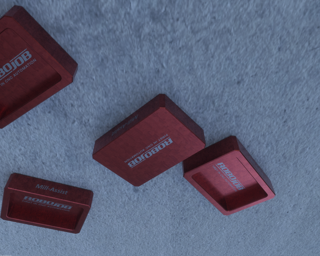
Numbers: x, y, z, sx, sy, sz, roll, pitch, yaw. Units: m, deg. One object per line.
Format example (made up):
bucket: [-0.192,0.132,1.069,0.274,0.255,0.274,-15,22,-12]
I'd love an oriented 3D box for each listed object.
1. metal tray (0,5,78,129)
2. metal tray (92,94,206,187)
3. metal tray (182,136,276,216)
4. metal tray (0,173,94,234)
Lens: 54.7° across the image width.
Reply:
metal tray: [-0.171,-0.062,0.348,0.130,0.030,0.090,-28,125,21]
metal tray: [-0.016,0.022,0.423,0.130,0.030,0.090,-34,123,25]
metal tray: [0.105,0.077,0.471,0.090,0.030,0.130,-29,125,22]
metal tray: [-0.185,0.127,0.509,0.131,0.030,0.089,17,128,-15]
